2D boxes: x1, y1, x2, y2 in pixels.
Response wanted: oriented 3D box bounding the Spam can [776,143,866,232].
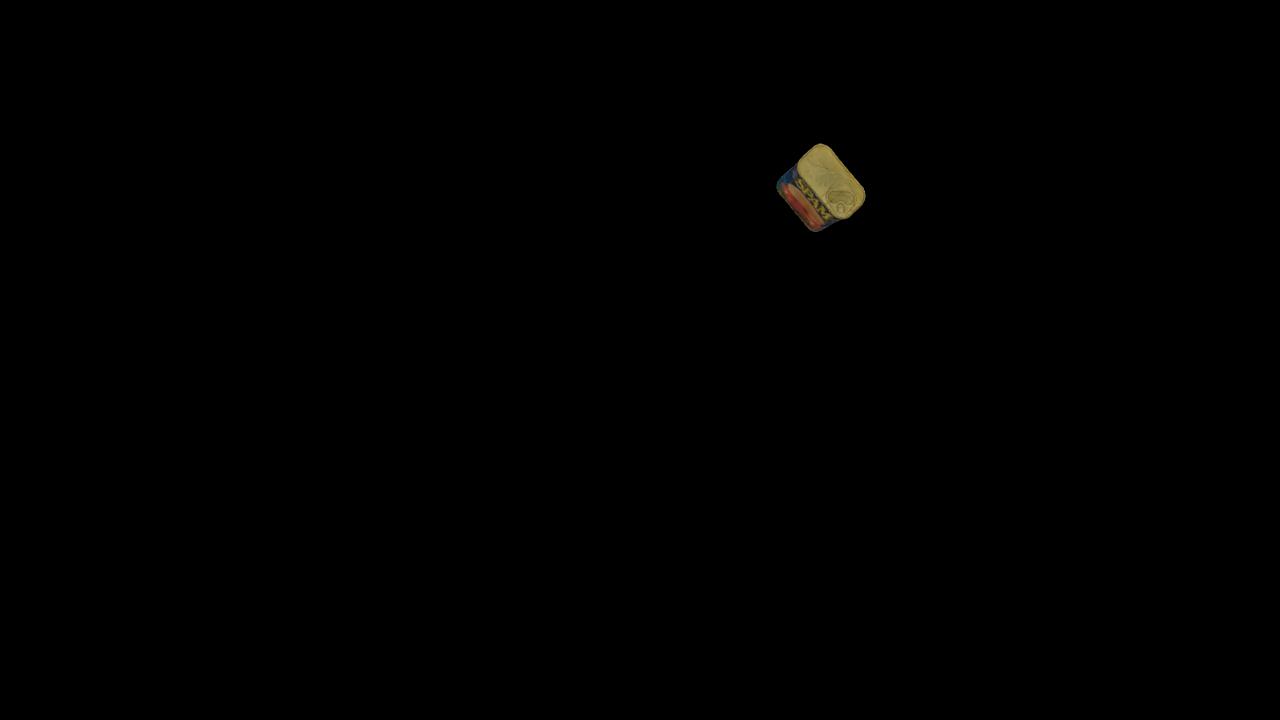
[{"bbox_3d":[0.245,-0.232,0.845,0.058,0.101,0.085,-41,5,-7],"label":"Spam can"}]
